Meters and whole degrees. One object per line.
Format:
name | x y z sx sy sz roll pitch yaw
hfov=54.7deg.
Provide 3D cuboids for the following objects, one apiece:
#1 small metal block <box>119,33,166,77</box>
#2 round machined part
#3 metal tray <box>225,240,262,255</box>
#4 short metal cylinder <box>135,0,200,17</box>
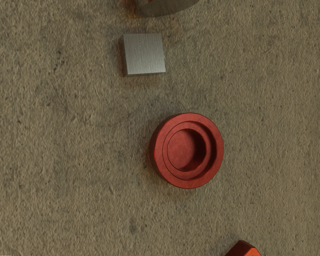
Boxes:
small metal block | -0.023 -0.094 0.401 0.050 0.025 0.050 -8 93 -20
round machined part | 0.032 0.029 0.413 0.099 0.042 0.097 0 90 -21
metal tray | 0.132 0.245 0.457 0.090 0.030 0.130 -39 103 -16
short metal cylinder | 0.006 -0.176 0.383 0.081 0.080 0.050 -15 95 -20
